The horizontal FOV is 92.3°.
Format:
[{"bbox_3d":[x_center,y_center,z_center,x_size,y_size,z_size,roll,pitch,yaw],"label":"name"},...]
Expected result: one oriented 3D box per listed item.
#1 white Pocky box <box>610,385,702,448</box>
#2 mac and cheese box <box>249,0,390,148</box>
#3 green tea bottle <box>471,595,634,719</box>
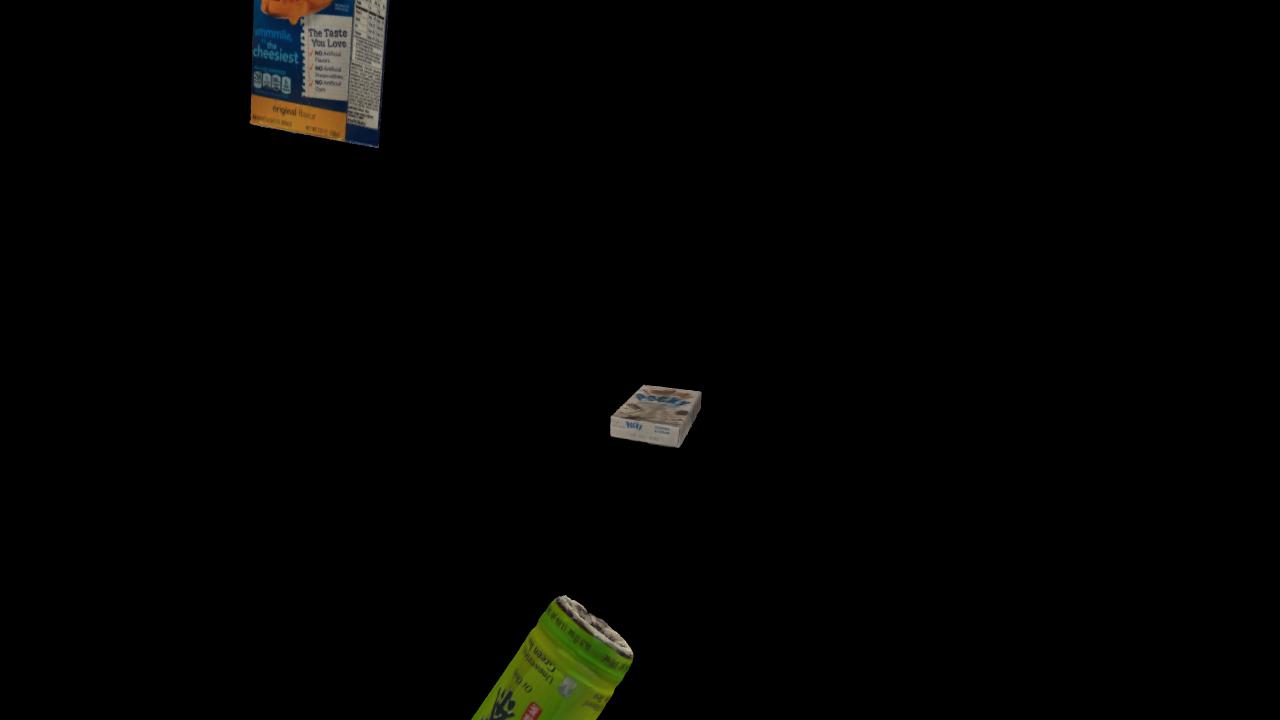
[{"bbox_3d":[0.024,0.065,0.756,0.084,0.028,0.154,7,14,13],"label":"white Pocky box"},{"bbox_3d":[-0.225,-0.253,0.435,0.093,0.184,0.041,16,16,17],"label":"mac and cheese box"},{"bbox_3d":[-0.089,0.263,0.398,0.073,0.212,0.073,33,-12,8],"label":"green tea bottle"}]
